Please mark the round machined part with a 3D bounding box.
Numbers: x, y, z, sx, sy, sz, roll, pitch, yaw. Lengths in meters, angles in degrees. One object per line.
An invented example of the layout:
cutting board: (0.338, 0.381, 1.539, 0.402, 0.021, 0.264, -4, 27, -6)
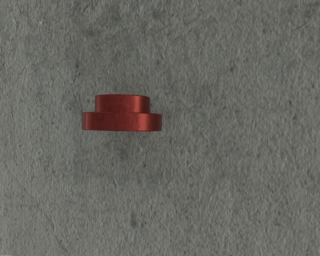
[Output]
round machined part: (-0.047, -0.018, 0.386, 0.098, 0.098, 0.042, 1, 91, 19)
